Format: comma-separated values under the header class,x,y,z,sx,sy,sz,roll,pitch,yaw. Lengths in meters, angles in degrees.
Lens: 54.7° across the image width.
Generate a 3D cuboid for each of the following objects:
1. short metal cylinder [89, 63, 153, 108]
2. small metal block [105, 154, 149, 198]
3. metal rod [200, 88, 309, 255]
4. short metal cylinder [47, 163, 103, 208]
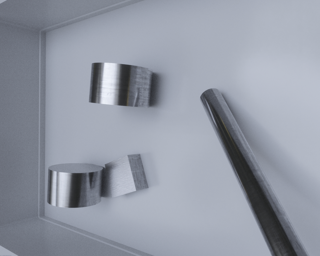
class,x,y,z,sx,sy,sz,roll,pitch,yaw
short metal cylinder,-0.052,-0.056,0.412,0.080,0.081,0.050,9,96,39
small metal block,-0.049,0.069,0.445,0.050,0.025,0.050,-24,75,37
metal rod,0.090,0.070,0.258,0.025,0.025,0.300,-47,39,29
short metal cylinder,-0.130,0.086,0.475,0.080,0.081,0.050,6,94,39
